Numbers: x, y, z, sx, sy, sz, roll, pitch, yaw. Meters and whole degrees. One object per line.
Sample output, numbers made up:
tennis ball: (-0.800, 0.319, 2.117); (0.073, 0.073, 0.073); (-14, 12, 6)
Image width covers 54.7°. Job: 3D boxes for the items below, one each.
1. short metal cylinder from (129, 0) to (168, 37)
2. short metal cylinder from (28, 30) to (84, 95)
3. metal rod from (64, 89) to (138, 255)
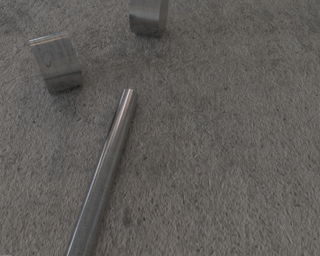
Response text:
short metal cylinder: (-0.018, -0.203, 0.538); (0.050, 0.080, 0.080); (10, 51, 8)
short metal cylinder: (-0.148, -0.094, 0.445); (0.050, 0.080, 0.080); (-21, 53, -17)
metal rod: (-0.067, 0.067, 0.346); (0.025, 0.025, 0.300); (7, 50, 6)
